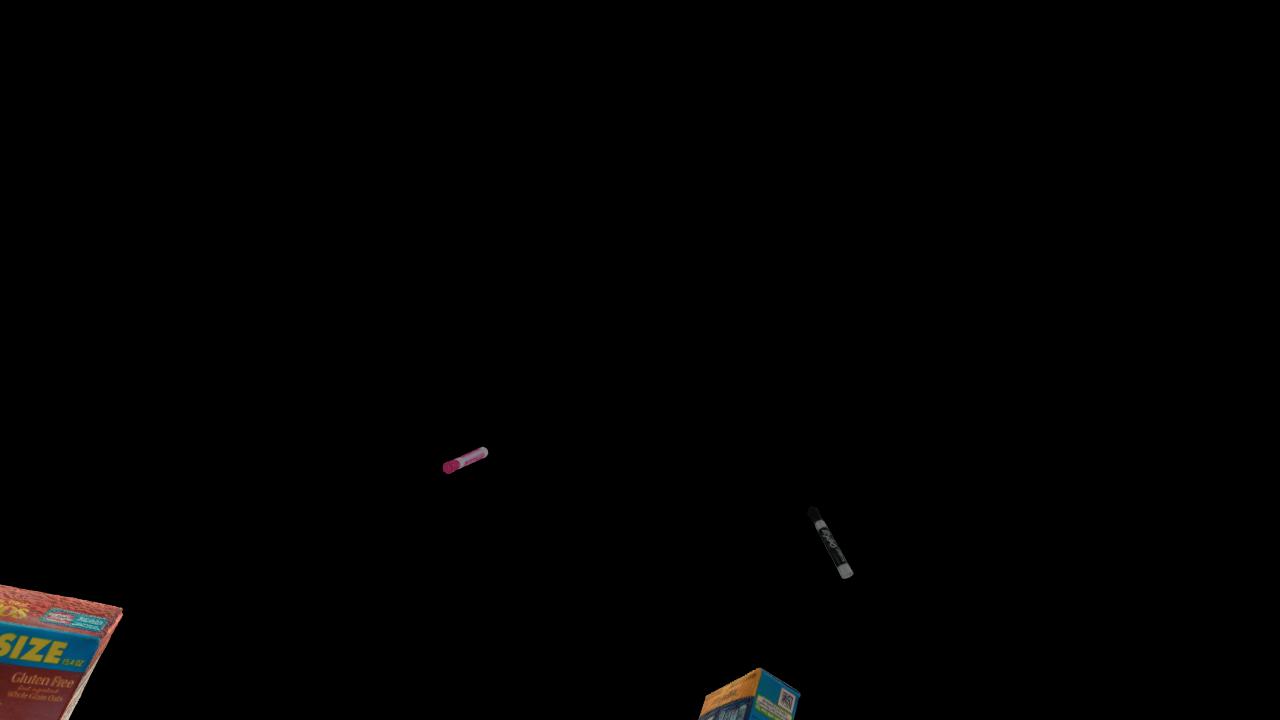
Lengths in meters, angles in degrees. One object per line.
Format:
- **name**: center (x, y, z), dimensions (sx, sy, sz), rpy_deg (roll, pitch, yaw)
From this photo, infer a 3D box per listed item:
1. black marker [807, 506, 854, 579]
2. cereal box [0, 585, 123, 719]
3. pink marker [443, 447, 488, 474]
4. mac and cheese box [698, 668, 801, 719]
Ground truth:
- **black marker**: center (0.293, 0.280, 0.955), dimensions (0.020, 0.020, 0.121), rpy_deg (0, 43, -21)
- **cereal box**: center (-0.565, 0.312, 0.437), dimensions (0.203, 0.306, 0.081), rpy_deg (26, -10, -25)
- **pink marker**: center (-0.276, 0.159, 0.976), dimensions (0.020, 0.020, 0.121), rpy_deg (0, 3, 12)
- **mac and cheese box**: center (0.048, 0.308, 0.404), dimensions (0.041, 0.093, 0.184), rpy_deg (33, 45, 1)
